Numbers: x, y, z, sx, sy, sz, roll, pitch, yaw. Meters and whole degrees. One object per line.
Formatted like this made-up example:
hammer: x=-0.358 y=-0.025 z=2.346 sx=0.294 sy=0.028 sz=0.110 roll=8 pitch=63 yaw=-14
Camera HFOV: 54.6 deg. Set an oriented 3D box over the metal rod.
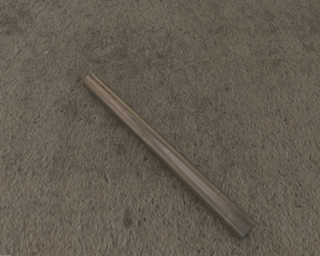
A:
metal rod: x=-0.007 y=0.018 z=0.388 sx=0.025 sy=0.025 sz=0.300 roll=-33 pitch=58 yaw=-25
